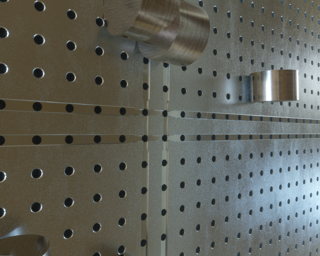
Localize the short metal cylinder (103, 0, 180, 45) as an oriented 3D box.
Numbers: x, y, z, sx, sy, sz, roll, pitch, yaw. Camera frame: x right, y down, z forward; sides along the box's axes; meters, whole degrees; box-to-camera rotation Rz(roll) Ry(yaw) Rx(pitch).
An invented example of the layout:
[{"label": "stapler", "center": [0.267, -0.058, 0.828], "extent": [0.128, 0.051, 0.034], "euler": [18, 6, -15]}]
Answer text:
[{"label": "short metal cylinder", "center": [-0.023, -0.141, 0.356], "extent": [0.050, 0.080, 0.080], "euler": [3, 88, -40]}]

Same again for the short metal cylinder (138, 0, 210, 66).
[{"label": "short metal cylinder", "center": [0.015, -0.121, 0.388], "extent": [0.050, 0.080, 0.079], "euler": [3, 88, -40]}]

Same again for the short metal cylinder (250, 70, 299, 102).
[{"label": "short metal cylinder", "center": [0.200, -0.072, 0.544], "extent": [0.081, 0.080, 0.050], "euler": [-4, 93, -40]}]

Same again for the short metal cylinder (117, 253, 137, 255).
[{"label": "short metal cylinder", "center": [-0.033, 0.198, 0.367], "extent": [0.081, 0.050, 0.079], "euler": [0, 90, -40]}]

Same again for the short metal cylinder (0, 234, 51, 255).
[{"label": "short metal cylinder", "center": [-0.132, 0.133, 0.264], "extent": [0.081, 0.080, 0.050], "euler": [-11, 98, -40]}]
